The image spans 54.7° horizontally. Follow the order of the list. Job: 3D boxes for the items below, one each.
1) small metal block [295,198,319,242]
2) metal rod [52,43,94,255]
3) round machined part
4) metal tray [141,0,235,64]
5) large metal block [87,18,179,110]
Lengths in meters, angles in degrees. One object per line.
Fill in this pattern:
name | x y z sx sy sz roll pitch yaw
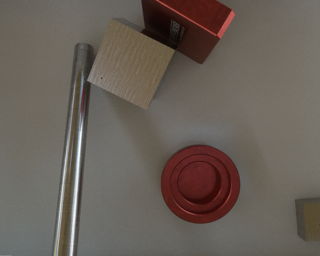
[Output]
small metal block | 0.213 0.121 0.414 0.050 0.025 0.050 -5 90 -1
metal rod | -0.099 0.033 0.355 0.025 0.025 0.299 -1 68 0
round machined part | 0.050 0.070 0.404 0.099 0.042 0.097 0 90 -1
metal tray | 0.027 -0.121 0.359 0.090 0.130 0.030 31 90 -1
large metal block | -0.032 -0.081 0.386 0.080 0.050 0.079 27 111 -1
